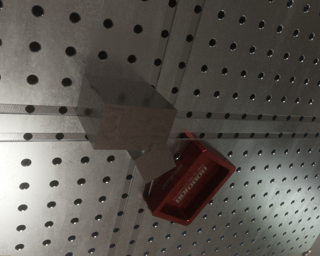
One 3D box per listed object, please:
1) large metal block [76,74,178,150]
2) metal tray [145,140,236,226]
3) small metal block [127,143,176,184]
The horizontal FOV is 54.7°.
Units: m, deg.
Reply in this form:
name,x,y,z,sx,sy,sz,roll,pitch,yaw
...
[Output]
name,x,y,z,sx,sy,sz,roll,pitch,yaw
large metal block,-0.040,-0.018,0.344,0.081,0.080,0.050,3,117,-30
metal tray,0.049,0.091,0.493,0.090,0.030,0.130,31,101,-38
small metal block,-0.011,0.043,0.434,0.050,0.025,0.050,-30,129,-10
